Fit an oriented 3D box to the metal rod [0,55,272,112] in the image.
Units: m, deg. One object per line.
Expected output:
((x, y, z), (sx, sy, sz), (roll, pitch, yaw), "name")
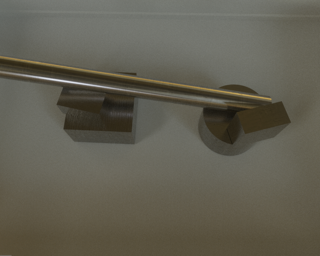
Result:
((-0.023, -0.046, 0.350), (0.302, 0.025, 0.025), (8, 70, -6), "metal rod")

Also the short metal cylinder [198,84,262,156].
((0.093, -0.009, 0.399), (0.081, 0.050, 0.080), (0, 70, 0), "short metal cylinder")

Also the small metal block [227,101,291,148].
((0.107, -0.003, 0.343), (0.050, 0.050, 0.025), (-14, 71, -5), "small metal block")

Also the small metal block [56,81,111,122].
((-0.087, -0.039, 0.368), (0.050, 0.025, 0.050), (12, 70, 4), "small metal block")

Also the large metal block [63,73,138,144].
((-0.072, -0.026, 0.402), (0.081, 0.050, 0.080), (3, 70, 0), "large metal block")
